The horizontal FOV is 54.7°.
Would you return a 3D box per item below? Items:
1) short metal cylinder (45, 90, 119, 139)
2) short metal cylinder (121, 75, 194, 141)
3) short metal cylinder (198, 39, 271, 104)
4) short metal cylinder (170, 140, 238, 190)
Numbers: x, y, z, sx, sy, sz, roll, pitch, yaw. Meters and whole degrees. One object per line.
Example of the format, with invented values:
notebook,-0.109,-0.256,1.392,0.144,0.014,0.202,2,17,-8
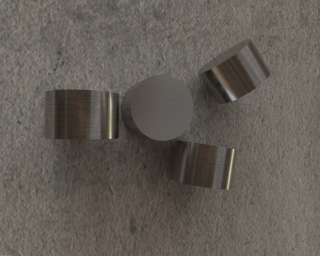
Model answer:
short metal cylinder,-0.087,-0.014,0.348,0.081,0.080,0.050,0,90,-20
short metal cylinder,-0.005,-0.025,0.395,0.081,0.050,0.079,0,90,-20
short metal cylinder,0.099,-0.076,0.418,0.080,0.080,0.050,-38,103,-16
short metal cylinder,0.056,0.047,0.402,0.081,0.080,0.050,10,87,-20
